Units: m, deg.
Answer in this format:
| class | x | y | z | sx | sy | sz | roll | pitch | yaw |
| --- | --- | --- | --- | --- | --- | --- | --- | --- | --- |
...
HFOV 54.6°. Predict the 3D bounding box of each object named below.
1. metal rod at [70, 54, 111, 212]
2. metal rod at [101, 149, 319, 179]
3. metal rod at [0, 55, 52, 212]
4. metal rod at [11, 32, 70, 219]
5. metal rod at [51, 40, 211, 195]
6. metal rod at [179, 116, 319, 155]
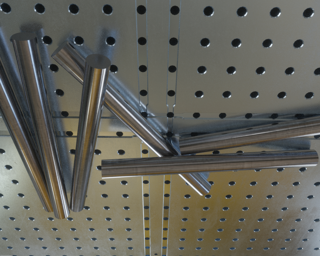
| class | x | y | z | sx | sy | sz | roll | pitch | yaw |
| --- | --- | --- | --- | --- | --- | --- | --- | --- | --- |
| metal rod | -0.101 | 0.032 | 0.416 | 0.025 | 0.025 | 0.298 | 12 | 136 | -10 |
| metal rod | 0.073 | 0.049 | 0.429 | 0.302 | 0.025 | 0.025 | -2 | 131 | -8 |
| metal rod | -0.186 | 0.017 | 0.424 | 0.025 | 0.025 | 0.298 | -2 | 130 | 1 |
| metal rod | -0.152 | 0.021 | 0.418 | 0.025 | 0.025 | 0.298 | 2 | 127 | -2 |
| metal rod | -0.019 | 0.005 | 0.415 | 0.025 | 0.025 | 0.300 | -30 | 124 | 23 |
| metal rod | 0.176 | 0.002 | 0.414 | 0.301 | 0.025 | 0.025 | -10 | 130 | 8 |
